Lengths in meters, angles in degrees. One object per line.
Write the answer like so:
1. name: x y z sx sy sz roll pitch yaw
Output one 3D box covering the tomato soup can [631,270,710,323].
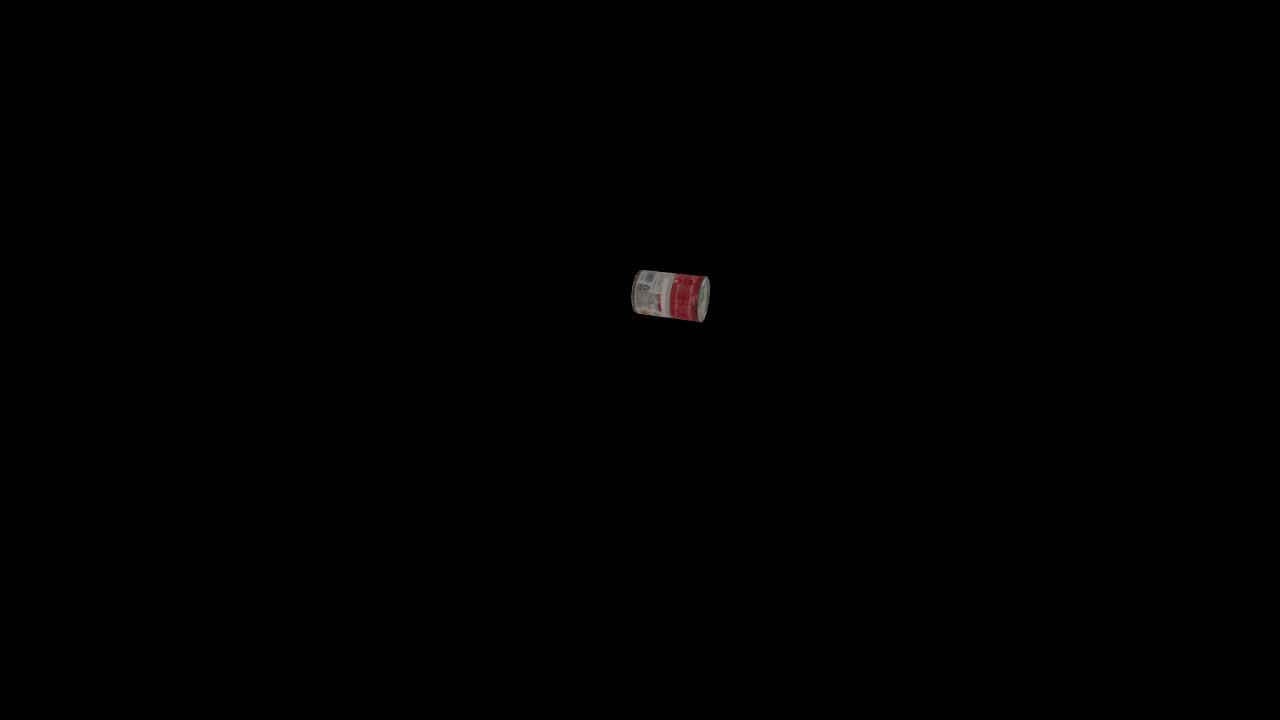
1. tomato soup can: 0.045 -0.094 0.901 0.101 0.068 0.068 8 3 18
